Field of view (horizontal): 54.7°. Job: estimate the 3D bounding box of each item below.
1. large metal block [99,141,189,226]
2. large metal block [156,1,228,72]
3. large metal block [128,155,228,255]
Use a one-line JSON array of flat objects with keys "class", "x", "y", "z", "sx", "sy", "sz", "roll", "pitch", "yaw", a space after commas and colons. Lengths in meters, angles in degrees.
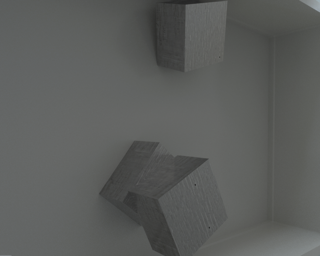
[{"class": "large metal block", "x": -0.013, "y": 0.072, "z": 0.382, "sx": 0.080, "sy": 0.050, "sz": 0.080, "roll": 47, "pitch": 62, "yaw": -30}, {"class": "large metal block", "x": 0.042, "y": -0.126, "z": 0.413, "sx": 0.081, "sy": 0.050, "sz": 0.079, "roll": -23, "pitch": 124, "yaw": -38}, {"class": "large metal block", "x": 0.023, "y": 0.086, "z": 0.346, "sx": 0.081, "sy": 0.050, "sz": 0.080, "roll": -32, "pitch": 110, "yaw": -36}]
